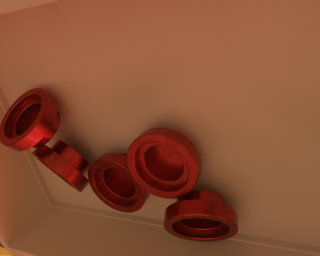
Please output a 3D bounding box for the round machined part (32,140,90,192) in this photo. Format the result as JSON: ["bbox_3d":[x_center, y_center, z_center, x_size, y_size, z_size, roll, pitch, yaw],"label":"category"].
[{"bbox_3d":[-0.150,0.056,0.494,0.098,0.042,0.098,33,159,15],"label":"round machined part"}]

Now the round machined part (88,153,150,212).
[{"bbox_3d":[-0.058,0.079,0.477,0.098,0.042,0.097,13,124,21],"label":"round machined part"}]

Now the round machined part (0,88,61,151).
[{"bbox_3d":[-0.191,-0.009,0.468,0.098,0.098,0.042,-7,148,31],"label":"round machined part"}]

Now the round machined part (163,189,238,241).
[{"bbox_3d":[0.056,0.118,0.425,0.099,0.042,0.097,4,142,3],"label":"round machined part"}]

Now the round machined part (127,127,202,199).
[{"bbox_3d":[0.009,0.043,0.416,0.098,0.042,0.097,10,119,20],"label":"round machined part"}]
